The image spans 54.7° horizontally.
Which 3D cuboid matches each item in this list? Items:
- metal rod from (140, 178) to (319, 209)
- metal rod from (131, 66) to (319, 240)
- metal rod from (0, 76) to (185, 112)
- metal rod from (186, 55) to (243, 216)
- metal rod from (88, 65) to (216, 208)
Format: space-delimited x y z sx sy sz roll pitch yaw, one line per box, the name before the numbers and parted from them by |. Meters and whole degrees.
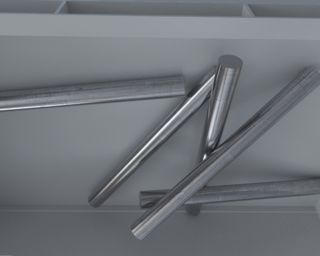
metal rod | 0.121 0.095 0.459 0.302 0.025 0.025 -2 131 -12
metal rod | 0.075 0.039 0.389 0.299 0.025 0.025 -44 119 12
metal rod | -0.122 -0.037 0.375 0.302 0.025 0.025 -5 130 3
metal rod | 0.064 0.036 0.420 0.025 0.025 0.298 2 136 -2
metal rod | -0.018 0.028 0.432 0.025 0.025 0.299 29 124 -23
